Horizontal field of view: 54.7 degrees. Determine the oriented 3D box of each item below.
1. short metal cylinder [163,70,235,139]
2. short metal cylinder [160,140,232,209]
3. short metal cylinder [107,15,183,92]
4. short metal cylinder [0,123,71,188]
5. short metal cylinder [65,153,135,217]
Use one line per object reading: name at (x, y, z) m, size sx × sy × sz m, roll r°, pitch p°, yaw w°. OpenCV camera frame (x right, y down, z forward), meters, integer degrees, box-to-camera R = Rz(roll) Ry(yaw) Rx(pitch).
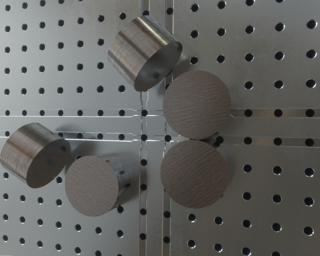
short metal cylinder at (0.050, -0.027, 0.381) m, size 0.080 × 0.050 × 0.079 m, roll 0°, pitch 90°, yaw 19°
short metal cylinder at (0.047, 0.053, 0.382) m, size 0.080 × 0.050 × 0.079 m, roll 0°, pitch 90°, yaw 19°
short metal cylinder at (-0.018, -0.092, 0.389) m, size 0.050 × 0.080 × 0.080 m, roll 46°, pitch 104°, yaw 14°
short metal cylinder at (-0.176, 0.039, 0.444) m, size 0.050 × 0.080 × 0.080 m, roll 29°, pitch 99°, yaw 17°
short metal cylinder at (-0.082, 0.076, 0.427) m, size 0.080 × 0.050 × 0.079 m, roll 0°, pitch 90°, yaw 19°
